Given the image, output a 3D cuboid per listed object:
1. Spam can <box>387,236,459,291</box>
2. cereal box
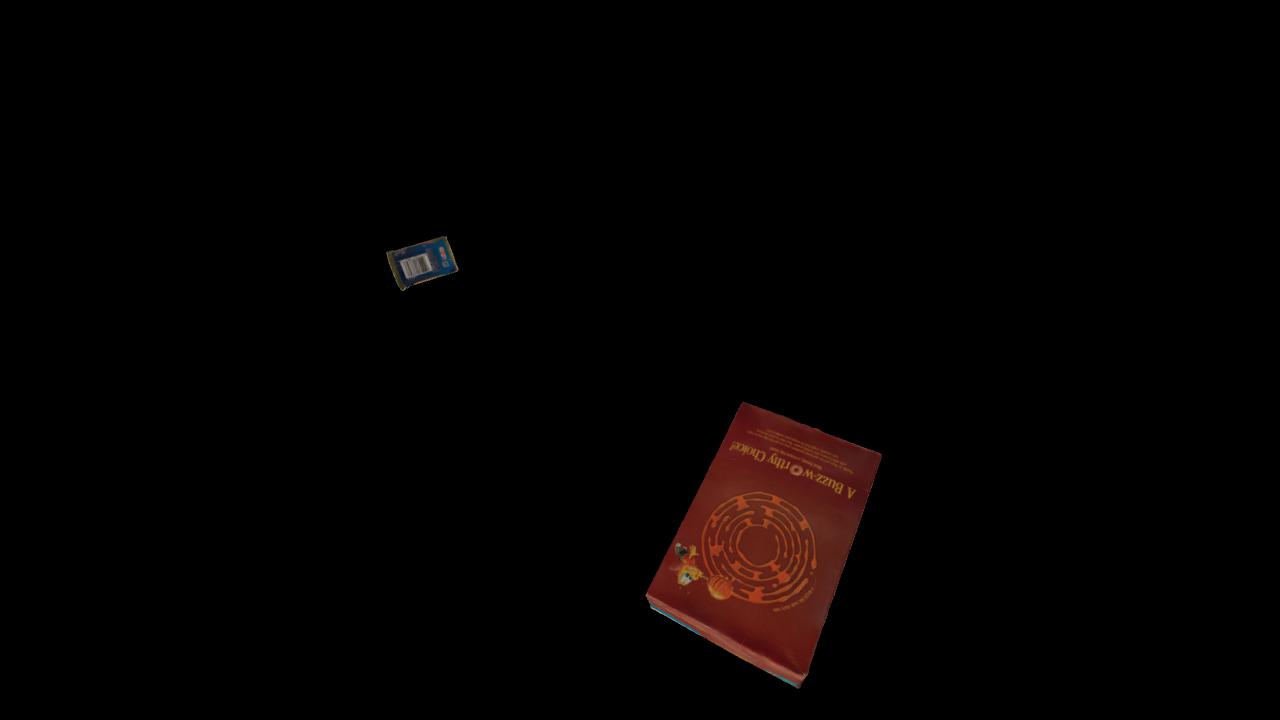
[{"bbox_3d":[-0.315,-0.143,0.900,0.085,0.058,0.101,-20,17,-12],"label":"Spam can"},{"bbox_3d":[0.166,0.223,0.800,0.203,0.306,0.081,20,-29,21],"label":"cereal box"}]
